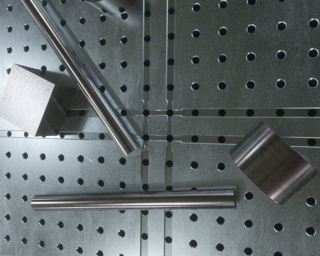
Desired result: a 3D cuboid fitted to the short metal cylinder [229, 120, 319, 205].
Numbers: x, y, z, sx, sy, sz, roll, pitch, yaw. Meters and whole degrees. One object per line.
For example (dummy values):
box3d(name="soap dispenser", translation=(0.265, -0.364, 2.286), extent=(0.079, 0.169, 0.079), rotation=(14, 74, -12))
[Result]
box3d(name="short metal cylinder", translation=(0.123, 0.036, 0.340), extent=(0.080, 0.080, 0.050), rotation=(45, 104, 14))

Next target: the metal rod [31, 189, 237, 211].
box3d(name="metal rod", translation=(-0.049, 0.101, 0.429), extent=(0.301, 0.025, 0.025), rotation=(-6, 88, 19))

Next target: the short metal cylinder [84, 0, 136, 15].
box3d(name="short metal cylinder", translation=(-0.073, -0.204, 0.425), extent=(0.080, 0.050, 0.079), rotation=(0, 90, 20))

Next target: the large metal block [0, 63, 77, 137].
box3d(name="large metal block", translation=(-0.186, -0.041, 0.465), extent=(0.080, 0.050, 0.080), rotation=(27, 99, 18))

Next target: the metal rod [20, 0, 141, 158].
box3d(name="metal rod", translation=(-0.122, -0.085, 0.455), extent=(0.025, 0.025, 0.299), rotation=(-39, 78, 16))
